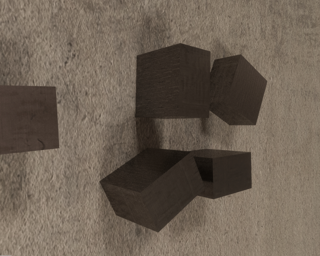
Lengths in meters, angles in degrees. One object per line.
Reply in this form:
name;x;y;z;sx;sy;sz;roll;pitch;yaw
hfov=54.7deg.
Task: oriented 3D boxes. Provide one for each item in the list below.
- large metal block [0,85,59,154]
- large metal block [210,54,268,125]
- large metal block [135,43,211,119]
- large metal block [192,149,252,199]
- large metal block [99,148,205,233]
large metal block;-0.139;-0.006;0.253;0.081;0.080;0.050;-5;93;-40
large metal block;0.119;-0.057;0.491;0.080;0.050;0.080;31;71;-36
large metal block;0.014;-0.053;0.383;0.050;0.080;0.079;2;89;-40
large metal block;0.069;0.059;0.429;0.081;0.080;0.050;-3;92;-40
large metal block;-0.009;0.067;0.363;0.081;0.080;0.050;-34;112;-35
